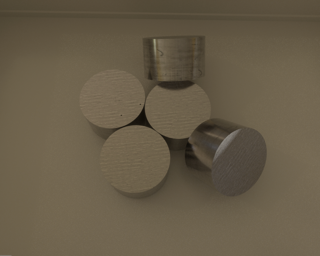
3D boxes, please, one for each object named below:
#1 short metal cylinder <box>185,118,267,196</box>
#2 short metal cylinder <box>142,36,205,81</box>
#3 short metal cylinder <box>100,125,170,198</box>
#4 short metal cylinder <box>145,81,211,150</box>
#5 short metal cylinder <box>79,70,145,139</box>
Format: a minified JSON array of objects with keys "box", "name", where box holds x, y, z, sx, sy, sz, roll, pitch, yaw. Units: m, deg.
[{"box":[0.077,0.032,0.362,0.081,0.050,0.079,-9,108,-28],"name":"short metal cylinder"},{"box":[0.019,-0.093,0.405,0.081,0.080,0.050,-3,109,-1],"name":"short metal cylinder"},{"box":[-0.029,0.042,0.378,0.081,0.050,0.080,0,70,0],"name":"short metal cylinder"},{"box":[0.022,-0.016,0.400,0.081,0.050,0.080,0,70,0],"name":"short metal cylinder"},{"box":[-0.059,-0.029,0.404,0.081,0.050,0.080,0,70,0],"name":"short metal cylinder"}]
